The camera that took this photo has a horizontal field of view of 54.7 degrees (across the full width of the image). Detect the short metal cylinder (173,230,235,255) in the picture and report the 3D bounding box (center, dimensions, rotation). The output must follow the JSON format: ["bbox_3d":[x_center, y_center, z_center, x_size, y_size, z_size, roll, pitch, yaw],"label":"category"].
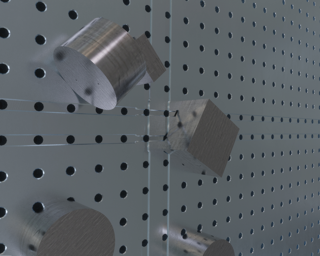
[{"bbox_3d":[0.063,0.195,0.447,0.081,0.050,0.079,0,90,-40],"label":"short metal cylinder"}]

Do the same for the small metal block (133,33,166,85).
[{"bbox_3d":[-0.028,-0.079,0.369,0.025,0.050,0.050,-49,119,-29],"label":"small metal block"}]

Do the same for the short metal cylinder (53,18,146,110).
[{"bbox_3d":[-0.062,-0.065,0.322,0.050,0.080,0.080,-52,121,-27],"label":"short metal cylinder"}]

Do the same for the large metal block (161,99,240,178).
[{"bbox_3d":[0.060,0.015,0.444,0.080,0.050,0.080,38,67,-34],"label":"large metal block"}]

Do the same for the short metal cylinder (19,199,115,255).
[{"bbox_3d":[-0.094,0.117,0.315,0.081,0.050,0.079,0,90,-40],"label":"short metal cylinder"}]
